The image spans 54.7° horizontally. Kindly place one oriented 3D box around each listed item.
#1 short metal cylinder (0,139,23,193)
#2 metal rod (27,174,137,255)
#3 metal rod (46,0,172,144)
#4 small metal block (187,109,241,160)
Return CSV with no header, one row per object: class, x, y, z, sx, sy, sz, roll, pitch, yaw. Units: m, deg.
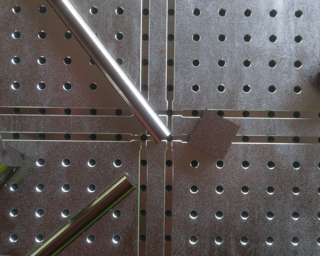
short metal cylinder,-0.222,0.043,0.384,0.080,0.080,0.050,37,90,0
metal rod,-0.154,0.167,0.412,0.300,0.025,0.025,-40,90,0
metal rod,-0.086,-0.105,0.412,0.025,0.025,0.300,-38,90,0
small metal block,0.071,0.008,0.414,0.050,0.025,0.050,27,90,0
